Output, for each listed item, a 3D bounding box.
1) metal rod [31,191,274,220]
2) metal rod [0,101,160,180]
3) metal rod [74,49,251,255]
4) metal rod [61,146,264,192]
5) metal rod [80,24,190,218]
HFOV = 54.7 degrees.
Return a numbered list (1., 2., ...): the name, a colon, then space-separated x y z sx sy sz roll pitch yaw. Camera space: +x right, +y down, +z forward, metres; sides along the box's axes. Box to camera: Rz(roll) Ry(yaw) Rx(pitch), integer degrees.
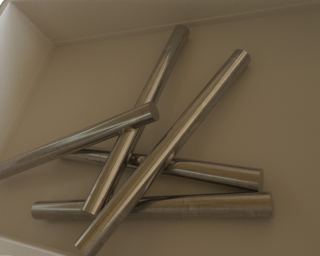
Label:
1. metal rod: -0.028 0.093 0.360 0.301 0.025 0.025 -8 58 23
2. metal rod: -0.137 0.028 0.425 0.300 0.025 0.025 -20 54 22
3. metal rod: 0.015 0.016 0.360 0.025 0.025 0.301 27 68 37
4. metal rod: -0.027 0.043 0.390 0.300 0.025 0.025 5 64 30
5. metal rod: -0.021 -0.027 0.408 0.025 0.025 0.300 7 59 31
